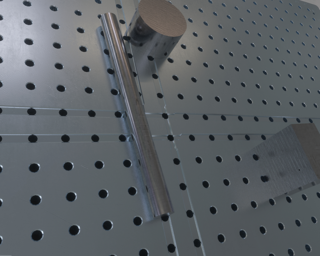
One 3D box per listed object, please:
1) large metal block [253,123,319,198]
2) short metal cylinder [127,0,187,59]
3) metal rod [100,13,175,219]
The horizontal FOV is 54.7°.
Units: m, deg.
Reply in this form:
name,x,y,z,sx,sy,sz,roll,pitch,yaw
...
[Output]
name,x,y,z,sx,sy,sz,roll,pitch,yaw
large metal block,0.194,0.047,0.449,0.050,0.080,0.080,-3,63,-30
short metal cylinder,-0.006,-0.157,0.485,0.081,0.050,0.080,14,56,-21
metal rod,-0.037,-0.033,0.408,0.025,0.025,0.299,-3,63,-30
